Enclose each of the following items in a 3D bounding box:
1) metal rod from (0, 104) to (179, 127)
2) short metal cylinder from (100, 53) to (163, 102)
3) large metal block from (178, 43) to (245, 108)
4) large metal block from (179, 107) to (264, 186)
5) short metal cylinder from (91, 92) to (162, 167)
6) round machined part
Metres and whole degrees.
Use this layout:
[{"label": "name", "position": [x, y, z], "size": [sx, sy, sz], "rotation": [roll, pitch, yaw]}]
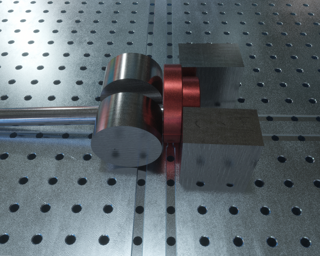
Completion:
[{"label": "metal rod", "position": [-0.119, -0.016, 0.405], "size": [0.302, 0.025, 0.025], "rotation": [-1, 50, 4]}, {"label": "short metal cylinder", "position": [-0.036, -0.053, 0.416], "size": [0.080, 0.080, 0.050], "rotation": [1, 51, 0]}, {"label": "large metal block", "position": [0.065, -0.069, 0.431], "size": [0.081, 0.080, 0.050], "rotation": [0, 50, 0]}, {"label": "large metal block", "position": [0.064, 0.023, 0.354], "size": [0.080, 0.080, 0.050], "rotation": [2, 50, 2]}, {"label": "short metal cylinder", "position": [-0.037, 0.004, 0.367], "size": [0.080, 0.080, 0.050], "rotation": [1, 51, 1]}, {"label": "round machined part", "position": [0.026, -0.030, 0.385], "size": [0.042, 0.097, 0.098], "rotation": [1, 50, 1]}]
